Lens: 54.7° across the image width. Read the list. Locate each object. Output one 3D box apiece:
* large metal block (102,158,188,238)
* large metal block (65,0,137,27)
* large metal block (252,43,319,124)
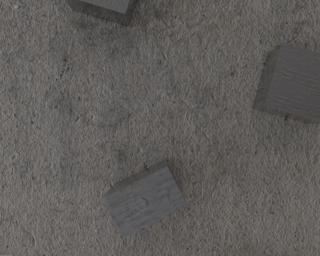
[{"bbox_3d":[-0.017,0.082,0.382,0.080,0.080,0.050,-27,90,0],"label":"large metal block"},{"bbox_3d":[-0.069,-0.187,0.397,0.080,0.050,0.080,17,90,0],"label":"large metal block"},{"bbox_3d":[0.175,-0.054,0.399,0.080,0.050,0.080,15,90,0],"label":"large metal block"}]
